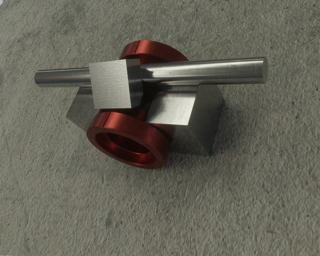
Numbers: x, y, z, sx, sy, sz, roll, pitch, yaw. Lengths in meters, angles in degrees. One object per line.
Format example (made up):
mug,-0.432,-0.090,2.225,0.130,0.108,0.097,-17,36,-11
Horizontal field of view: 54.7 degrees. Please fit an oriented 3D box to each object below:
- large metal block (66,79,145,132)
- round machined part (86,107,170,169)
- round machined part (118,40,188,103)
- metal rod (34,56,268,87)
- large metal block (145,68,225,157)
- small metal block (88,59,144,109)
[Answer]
large metal block,-0.069,-0.029,0.424,0.050,0.080,0.080,5,64,30
round machined part,-0.034,0.008,0.371,0.098,0.098,0.042,5,59,30
round machined part,-0.009,-0.065,0.404,0.098,0.098,0.042,4,65,30
metal rod,-0.034,-0.061,0.358,0.300,0.025,0.025,3,63,29
large metal block,0.034,-0.021,0.365,0.050,0.080,0.080,4,64,30
small metal block,-0.048,-0.048,0.340,0.050,0.025,0.050,1,103,30
